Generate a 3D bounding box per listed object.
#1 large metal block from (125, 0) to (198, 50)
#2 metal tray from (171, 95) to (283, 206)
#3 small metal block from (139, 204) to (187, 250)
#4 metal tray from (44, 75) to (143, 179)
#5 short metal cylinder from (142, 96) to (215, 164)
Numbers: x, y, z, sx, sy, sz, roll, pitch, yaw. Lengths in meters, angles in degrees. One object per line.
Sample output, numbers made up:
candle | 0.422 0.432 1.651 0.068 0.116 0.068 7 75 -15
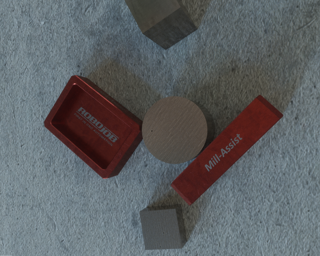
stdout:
large metal block | -0.003 -0.152 0.381 0.050 0.080 0.080 -30 80 17
metal tray | 0.077 0.024 0.347 0.030 0.090 0.130 46 104 14
small metal block | 0.004 0.130 0.407 0.050 0.025 0.050 -10 87 19
metal tray | -0.092 -0.003 0.438 0.130 0.030 0.090 38 102 16
short metal cylinder | 0.024 0.002 0.387 0.080 0.050 0.080 0 90 20
